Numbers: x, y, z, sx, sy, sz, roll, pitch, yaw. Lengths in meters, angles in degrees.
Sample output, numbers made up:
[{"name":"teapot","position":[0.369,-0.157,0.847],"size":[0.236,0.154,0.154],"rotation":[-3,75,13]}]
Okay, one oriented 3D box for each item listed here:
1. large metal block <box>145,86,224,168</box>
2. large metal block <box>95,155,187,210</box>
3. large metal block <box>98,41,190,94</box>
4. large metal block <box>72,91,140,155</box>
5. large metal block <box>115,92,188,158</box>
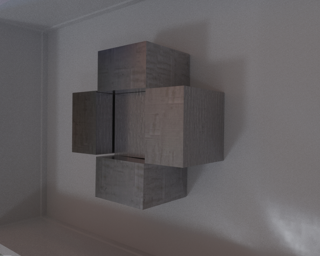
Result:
[{"name":"large metal block","position":[0.029,-0.002,0.346],"size":[0.050,0.081,0.080],"rotation":[1,91,40]},{"name":"large metal block","position":[-0.023,0.061,0.388],"size":[0.080,0.081,0.050],"rotation":[3,92,40]},{"name":"large metal block","position":[-0.020,-0.069,0.385],"size":[0.080,0.081,0.050],"rotation":[1,91,40]},{"name":"large metal block","position":[-0.072,-0.007,0.430],"size":[0.050,0.081,0.080],"rotation":[1,91,40]},{"name":"large metal block","position":[-0.012,-0.004,0.397],"size":[0.080,0.050,0.080],"rotation":[1,91,40]}]
